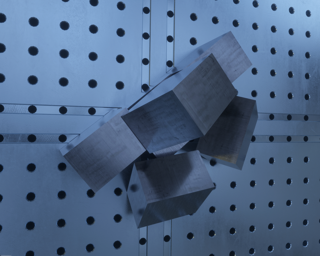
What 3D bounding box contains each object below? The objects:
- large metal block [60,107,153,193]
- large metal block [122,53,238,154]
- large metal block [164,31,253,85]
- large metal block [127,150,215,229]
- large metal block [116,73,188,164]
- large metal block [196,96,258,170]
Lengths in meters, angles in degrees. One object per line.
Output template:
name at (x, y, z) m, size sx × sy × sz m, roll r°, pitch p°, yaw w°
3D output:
large metal block at (-0.065, 0.022, 0.358) m, size 0.080 × 0.080 × 0.050 m, roll -40°, pitch 103°, yaw -16°
large metal block at (0.021, -0.025, 0.324) m, size 0.050 × 0.080 × 0.080 m, roll 54°, pitch 49°, yaw -12°
large metal block at (0.056, -0.073, 0.404) m, size 0.080 × 0.080 × 0.050 m, roll -41°, pitch 104°, yaw -15°
large metal block at (0.009, 0.076, 0.379) m, size 0.081 × 0.080 × 0.050 m, roll -9°, pitch 57°, yaw -20°
large metal block at (0.000, -0.011, 0.400) m, size 0.080 × 0.050 × 0.080 m, roll -41°, pitch 103°, yaw -15°
large metal block at (0.091, 0.007, 0.409) m, size 0.050 × 0.080 × 0.080 m, roll 17°, pitch 83°, yaw 22°
